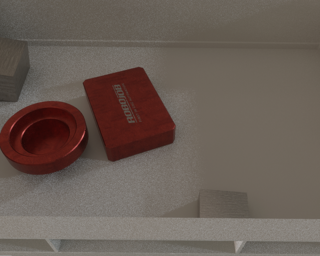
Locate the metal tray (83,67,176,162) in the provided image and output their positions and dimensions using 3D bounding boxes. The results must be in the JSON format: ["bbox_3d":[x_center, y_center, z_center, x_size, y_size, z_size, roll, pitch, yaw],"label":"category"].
[{"bbox_3d":[-0.045,-0.025,0.422,0.091,0.030,0.130,-17,52,-14],"label":"metal tray"}]

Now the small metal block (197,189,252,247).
[{"bbox_3d":[0.066,0.095,0.327,0.050,0.025,0.050,4,50,3],"label":"small metal block"}]

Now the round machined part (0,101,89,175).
[{"bbox_3d":[-0.137,0.016,0.379,0.099,0.042,0.098,0,50,0],"label":"round machined part"}]

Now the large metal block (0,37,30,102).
[{"bbox_3d":[-0.243,-0.089,0.449,0.081,0.050,0.080,7,49,-12],"label":"large metal block"}]
